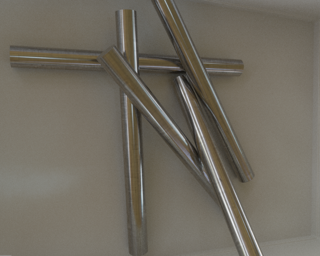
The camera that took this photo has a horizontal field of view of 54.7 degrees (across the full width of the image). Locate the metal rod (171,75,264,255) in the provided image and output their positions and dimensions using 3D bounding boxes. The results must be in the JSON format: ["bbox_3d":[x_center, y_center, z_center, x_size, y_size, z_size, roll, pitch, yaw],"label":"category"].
[{"bbox_3d":[0.074,0.067,0.372,0.025,0.025,0.299,-12,68,-20],"label":"metal rod"}]

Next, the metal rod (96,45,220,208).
[{"bbox_3d":[0.028,0.025,0.391,0.025,0.025,0.300,-46,116,-14],"label":"metal rod"}]

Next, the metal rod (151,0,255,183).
[{"bbox_3d":[0.060,-0.051,0.412,0.025,0.025,0.299,-35,110,-17],"label":"metal rod"}]

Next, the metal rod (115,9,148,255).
[{"bbox_3d":[-0.034,0.012,0.382,0.025,0.025,0.298,-5,98,-20],"label":"metal rod"}]

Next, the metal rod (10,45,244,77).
[{"bbox_3d":[-0.026,-0.084,0.401,0.303,0.025,0.025,-2,91,-21],"label":"metal rod"}]
